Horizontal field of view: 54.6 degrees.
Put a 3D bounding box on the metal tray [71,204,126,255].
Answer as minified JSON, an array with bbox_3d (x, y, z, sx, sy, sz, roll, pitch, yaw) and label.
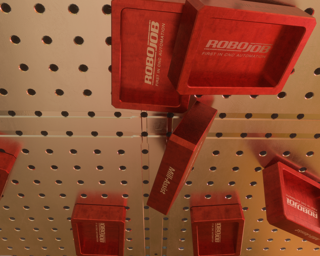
[{"bbox_3d":[-0.110,0.193,0.570,0.091,0.030,0.129,4,130,-4],"label":"metal tray"}]

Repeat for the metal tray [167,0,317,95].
[{"bbox_3d":[0.081,-0.079,0.316,0.131,0.030,0.089,-2,131,-21],"label":"metal tray"}]

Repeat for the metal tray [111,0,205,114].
[{"bbox_3d":[-0.006,-0.078,0.341,0.091,0.030,0.129,4,130,-4],"label":"metal tray"}]

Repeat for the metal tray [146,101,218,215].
[{"bbox_3d":[0.028,0.040,0.399,0.030,0.090,0.129,26,130,11],"label":"metal tray"}]

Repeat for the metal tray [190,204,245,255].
[{"bbox_3d":[0.104,0.194,0.573,0.090,0.030,0.129,-5,130,4],"label":"metal tray"}]

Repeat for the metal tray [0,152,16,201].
[{"bbox_3d":[-0.284,0.078,0.472,0.090,0.030,0.129,23,126,-19],"label":"metal tray"}]

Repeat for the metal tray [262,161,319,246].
[{"bbox_3d":[0.214,0.116,0.466,0.131,0.090,0.030,27,138,-21],"label":"metal tray"}]
